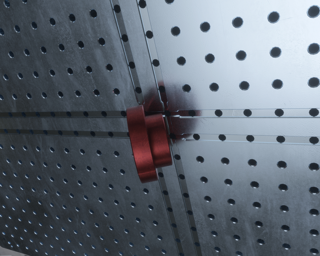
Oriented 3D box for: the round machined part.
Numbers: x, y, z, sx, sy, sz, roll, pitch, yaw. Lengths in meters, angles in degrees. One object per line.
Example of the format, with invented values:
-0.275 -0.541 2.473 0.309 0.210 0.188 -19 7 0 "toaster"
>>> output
-0.011 0.018 0.394 0.042 0.098 0.097 -12 117 -1 "round machined part"
